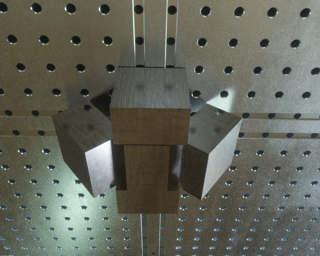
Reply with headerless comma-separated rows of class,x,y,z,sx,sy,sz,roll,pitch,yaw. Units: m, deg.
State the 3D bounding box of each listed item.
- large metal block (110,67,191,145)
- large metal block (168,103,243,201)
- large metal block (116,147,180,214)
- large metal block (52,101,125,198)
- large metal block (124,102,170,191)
large metal block,-0.010,-0.027,0.351,0.081,0.080,0.050,1,130,-1
large metal block,0.055,0.028,0.389,0.050,0.080,0.079,27,136,27
large metal block,-0.016,0.072,0.435,0.081,0.080,0.050,1,130,-1
large metal block,-0.086,0.025,0.388,0.050,0.080,0.079,-28,139,-30
large metal block,-0.015,0.023,0.394,0.050,0.080,0.079,1,130,-1
